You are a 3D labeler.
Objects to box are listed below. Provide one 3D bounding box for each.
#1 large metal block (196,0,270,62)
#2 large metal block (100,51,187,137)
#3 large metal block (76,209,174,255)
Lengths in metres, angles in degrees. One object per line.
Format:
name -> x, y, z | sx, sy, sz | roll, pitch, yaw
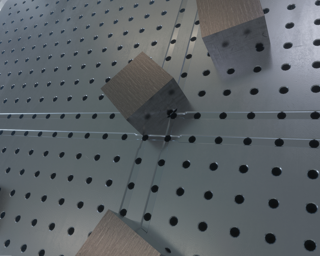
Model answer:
large metal block -> 0.100, -0.150, 0.432 | 0.080, 0.050, 0.080 | -15, 56, 20
large metal block -> -0.023, -0.048, 0.435 | 0.080, 0.050, 0.080 | -42, 51, -1
large metal block -> -0.040, 0.146, 0.324 | 0.080, 0.050, 0.080 | 27, 77, 37
